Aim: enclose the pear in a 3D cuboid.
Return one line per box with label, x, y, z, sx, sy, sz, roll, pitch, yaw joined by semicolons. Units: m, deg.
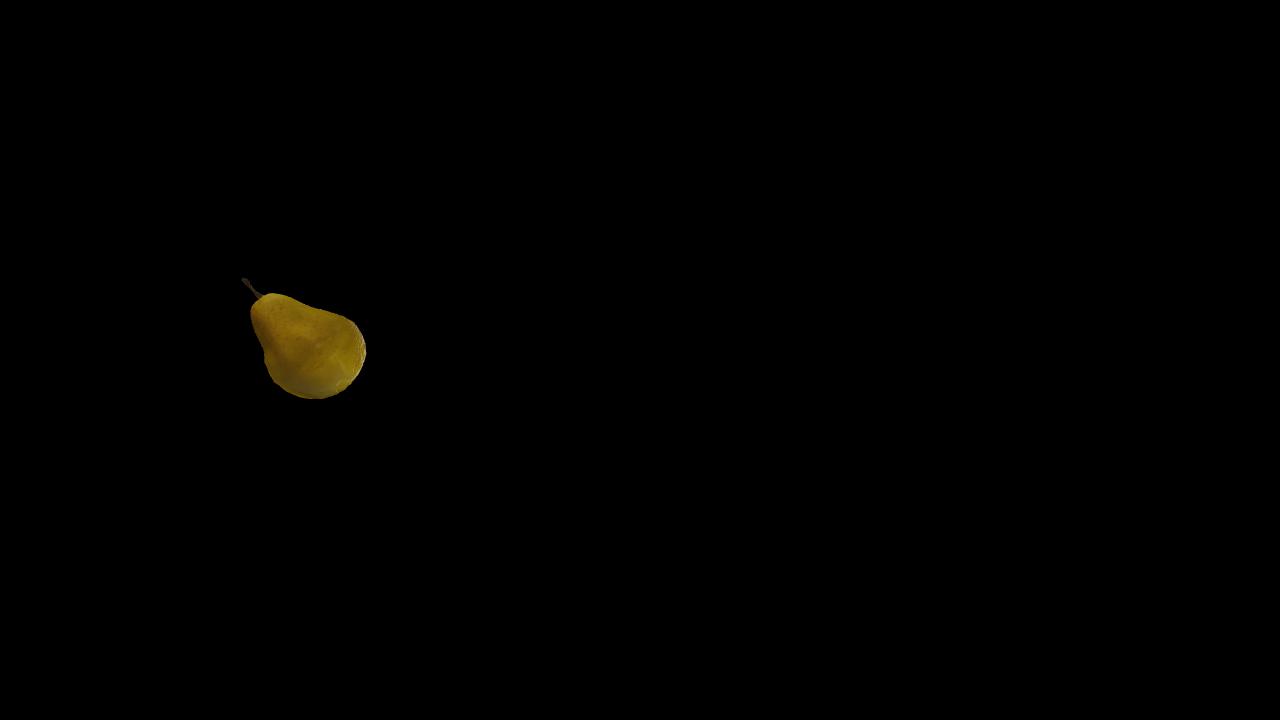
pear;-0.286;-0.020;0.511;0.080;0.080;0.111;0;-39;39
